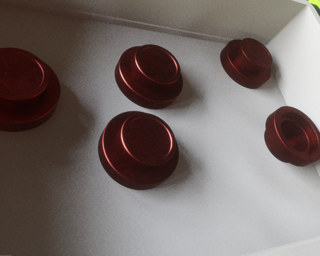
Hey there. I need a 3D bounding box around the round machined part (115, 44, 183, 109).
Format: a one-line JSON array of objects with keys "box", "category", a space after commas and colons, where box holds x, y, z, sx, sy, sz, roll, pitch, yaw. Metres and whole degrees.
[{"box": [-0.010, -0.078, 0.437, 0.099, 0.042, 0.098, 14, 56, -21], "category": "round machined part"}]

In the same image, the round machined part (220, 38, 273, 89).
[{"box": [0.161, -0.122, 0.556, 0.099, 0.042, 0.098, 14, 56, -21], "category": "round machined part"}]

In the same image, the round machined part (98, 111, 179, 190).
[{"box": [-0.020, 0.021, 0.371, 0.099, 0.042, 0.098, 14, 56, -21], "category": "round machined part"}]

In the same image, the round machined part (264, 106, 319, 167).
[{"box": [0.208, 0.017, 0.496, 0.099, 0.042, 0.098, 14, 56, -21], "category": "round machined part"}]

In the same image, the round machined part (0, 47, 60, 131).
[{"box": [-0.160, -0.048, 0.338, 0.099, 0.042, 0.098, 14, 56, -21], "category": "round machined part"}]
